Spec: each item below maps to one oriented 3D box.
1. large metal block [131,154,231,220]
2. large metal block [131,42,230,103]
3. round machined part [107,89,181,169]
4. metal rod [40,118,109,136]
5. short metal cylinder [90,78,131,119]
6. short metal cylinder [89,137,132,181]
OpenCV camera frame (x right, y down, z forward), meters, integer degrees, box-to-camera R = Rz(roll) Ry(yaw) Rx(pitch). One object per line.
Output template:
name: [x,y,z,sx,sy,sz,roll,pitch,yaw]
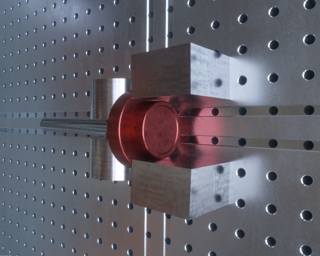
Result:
large metal block: [0.024,0.062,0.354,0.080,0.081,0.050,4,93,40]
large metal block: [0.025,-0.058,0.354,0.080,0.081,0.050,0,90,40]
round machined part: [-0.012,0.002,0.371,0.042,0.099,0.097,1,91,40]
metal rod: [-0.107,-0.001,0.483,0.300,0.025,0.025,3,92,44]
short metal cylinder: [-0.053,-0.037,0.418,0.080,0.081,0.050,1,91,40]
short metal cylinder: [-0.054,0.038,0.418,0.080,0.081,0.050,2,92,40]
